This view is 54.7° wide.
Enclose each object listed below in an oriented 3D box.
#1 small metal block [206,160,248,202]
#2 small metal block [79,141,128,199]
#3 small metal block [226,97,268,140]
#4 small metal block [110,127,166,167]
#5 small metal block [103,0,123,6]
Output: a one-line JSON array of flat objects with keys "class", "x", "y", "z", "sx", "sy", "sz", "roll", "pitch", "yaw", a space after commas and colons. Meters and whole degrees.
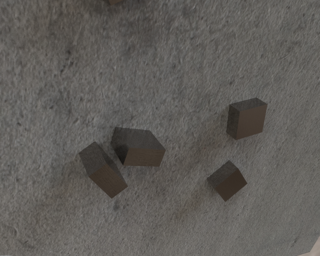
[{"class": "small metal block", "x": 0.115, "y": 0.091, "z": 0.529, "sx": 0.050, "sy": 0.025, "sz": 0.050, "roll": -39, "pitch": 130, "yaw": -2}, {"class": "small metal block", "x": -0.071, "y": 0.052, "z": 0.385, "sx": 0.025, "sy": 0.050, "sz": 0.050, "roll": -37, "pitch": 130, "yaw": -4}, {"class": "small metal block", "x": 0.132, "y": -0.014, "z": 0.472, "sx": 0.050, "sy": 0.025, "sz": 0.050, "roll": -15, "pitch": 125, "yaw": -21}, {"class": "small metal block", "x": -0.029, "y": 0.024, "z": 0.391, "sx": 0.050, "sy": 0.050, "sz": 0.025, "roll": 6, "pitch": 115, "yaw": -32}, {"class": "small metal block", "x": -0.038, "y": -0.152, "z": 0.293, "sx": 0.050, "sy": 0.025, "sz": 0.050, "roll": -30, "pitch": 129, "yaw": -10}]
